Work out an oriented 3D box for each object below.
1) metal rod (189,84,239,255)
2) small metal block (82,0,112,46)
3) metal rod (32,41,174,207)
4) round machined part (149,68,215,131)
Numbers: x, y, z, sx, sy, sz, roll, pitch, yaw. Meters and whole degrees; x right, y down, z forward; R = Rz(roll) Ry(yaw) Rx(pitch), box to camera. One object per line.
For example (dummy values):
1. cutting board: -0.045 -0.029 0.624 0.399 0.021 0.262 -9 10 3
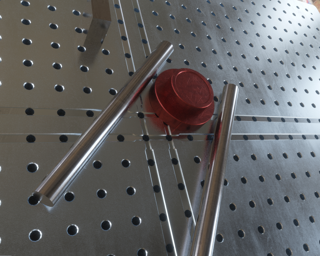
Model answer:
1. metal rod: 0.078 0.049 0.422 0.025 0.025 0.300 28 52 -11
2. small metal block: -0.091 -0.153 0.438 0.025 0.050 0.050 3 60 -27
3. metal rod: -0.052 -0.029 0.398 0.025 0.025 0.301 36 51 -5
4. round machined part: 0.038 -0.047 0.448 0.099 0.042 0.098 14 56 -21
